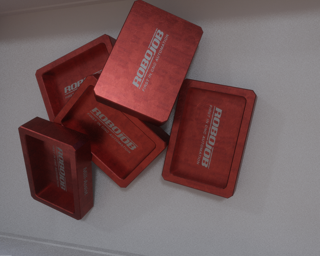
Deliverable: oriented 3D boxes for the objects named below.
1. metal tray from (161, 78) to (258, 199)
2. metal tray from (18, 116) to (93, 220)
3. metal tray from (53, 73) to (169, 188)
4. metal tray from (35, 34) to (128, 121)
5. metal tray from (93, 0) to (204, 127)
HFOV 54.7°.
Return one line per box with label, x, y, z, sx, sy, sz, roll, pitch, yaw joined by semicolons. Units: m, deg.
metal tray;0.061;0.011;0.384;0.090;0.030;0.129;13;94;19
metal tray;-0.139;0.057;0.422;0.090;0.030;0.129;18;125;19
metal tray;-0.063;0.004;0.404;0.130;0.030;0.090;43;110;-1
metal tray;-0.107;-0.064;0.442;0.130;0.030;0.090;-22;83;18
metal tray;-0.013;-0.077;0.373;0.090;0.030;0.130;23;78;-5
